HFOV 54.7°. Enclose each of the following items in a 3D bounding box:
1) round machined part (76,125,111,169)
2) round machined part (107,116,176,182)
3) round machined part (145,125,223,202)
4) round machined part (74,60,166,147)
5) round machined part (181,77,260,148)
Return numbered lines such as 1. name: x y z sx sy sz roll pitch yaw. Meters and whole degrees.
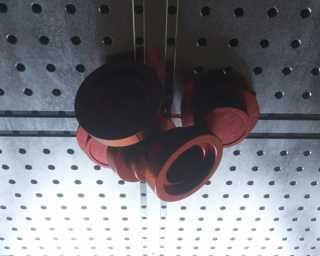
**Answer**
1. round machined part: -0.062 0.017 0.414 0.099 0.042 0.097 -1 130 0
2. round machined part: -0.015 0.030 0.394 0.099 0.042 0.097 -25 133 -29
3. round machined part: 0.024 0.037 0.370 0.099 0.042 0.097 -23 134 -25
4. round machined part: -0.041 -0.024 0.349 0.098 0.098 0.042 -10 155 7
5. round machined part: 0.076 -0.012 0.391 0.099 0.042 0.097 -1 130 0
